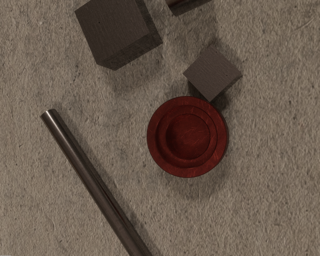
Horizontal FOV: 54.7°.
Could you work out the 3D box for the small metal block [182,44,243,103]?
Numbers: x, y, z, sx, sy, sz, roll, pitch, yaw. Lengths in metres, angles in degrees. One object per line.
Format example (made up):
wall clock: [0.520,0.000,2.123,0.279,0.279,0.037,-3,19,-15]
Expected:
small metal block: [0.066,-0.066,0.385,0.050,0.025,0.050,-44,77,14]

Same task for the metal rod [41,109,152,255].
metal rod: [-0.081,0.097,0.436,0.025,0.025,0.299,-40,78,15]

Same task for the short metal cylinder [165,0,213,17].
short metal cylinder: [0.027,-0.182,0.370,0.050,0.080,0.080,-19,84,19]

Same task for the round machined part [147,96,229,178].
round machined part: [0.037,0.011,0.386,0.098,0.042,0.097,0,90,19]

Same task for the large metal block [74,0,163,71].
large metal block: [-0.054,-0.135,0.414,0.080,0.050,0.080,-26,82,17]
